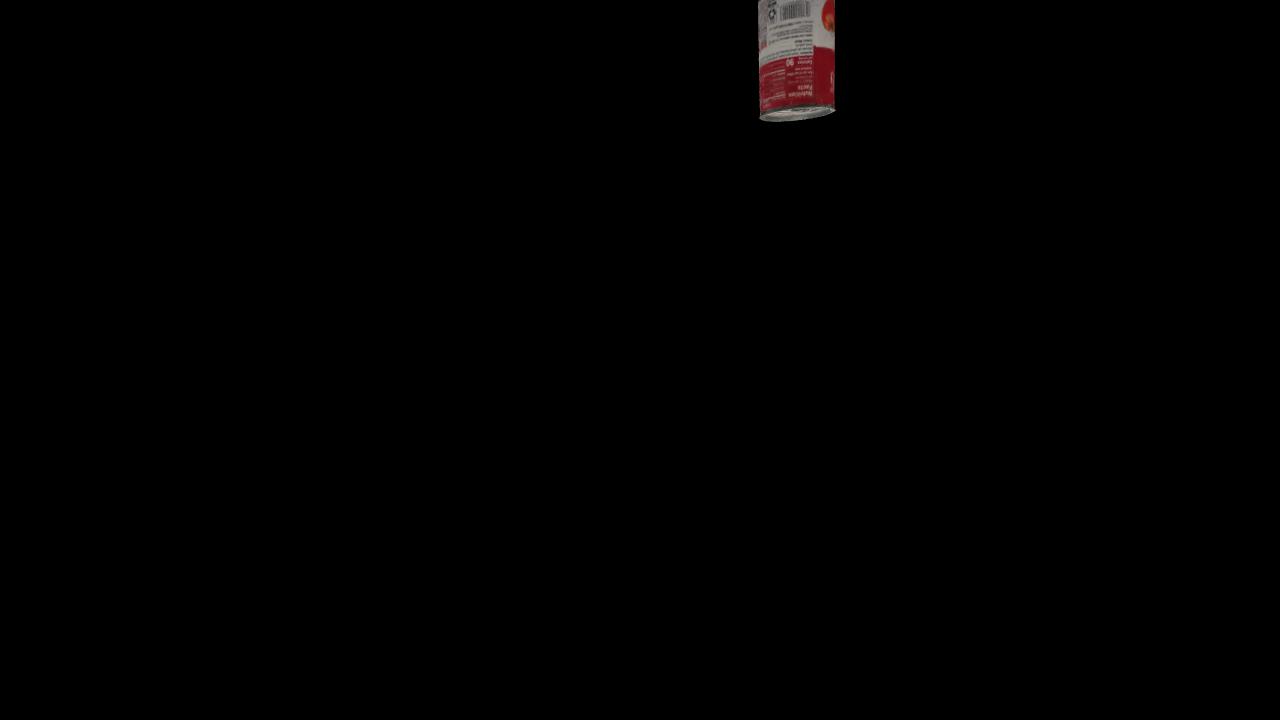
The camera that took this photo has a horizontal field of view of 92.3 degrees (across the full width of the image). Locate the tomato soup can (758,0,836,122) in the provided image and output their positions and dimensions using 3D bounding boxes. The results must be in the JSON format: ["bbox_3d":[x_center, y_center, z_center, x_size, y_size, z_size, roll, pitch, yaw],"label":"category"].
[{"bbox_3d":[0.139,-0.272,0.550,0.068,0.101,0.068,-4,12,1],"label":"tomato soup can"}]
